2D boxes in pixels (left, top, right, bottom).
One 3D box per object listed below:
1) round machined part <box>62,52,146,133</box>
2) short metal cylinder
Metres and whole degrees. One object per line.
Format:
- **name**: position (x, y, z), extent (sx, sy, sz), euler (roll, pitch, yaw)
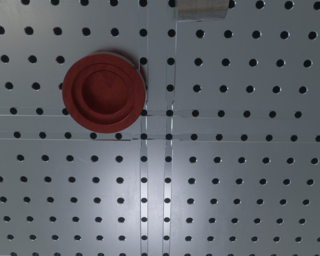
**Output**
- **round machined part**: position (-0.067, -0.046, 0.387), extent (0.099, 0.042, 0.097), euler (0, 110, 0)
- **short metal cylinder**: position (0.041, -0.154, 0.327), extent (0.050, 0.080, 0.079), euler (-4, 110, 1)
